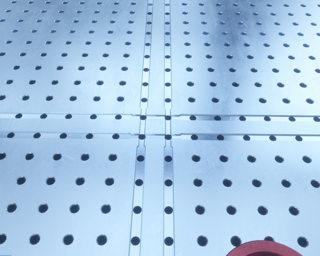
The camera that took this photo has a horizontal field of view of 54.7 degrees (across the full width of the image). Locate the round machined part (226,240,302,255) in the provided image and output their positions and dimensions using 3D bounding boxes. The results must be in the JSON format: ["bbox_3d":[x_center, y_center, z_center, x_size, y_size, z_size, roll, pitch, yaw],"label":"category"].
[{"bbox_3d":[0.093,0.153,0.269,0.099,0.042,0.098,0,50,0],"label":"round machined part"}]
